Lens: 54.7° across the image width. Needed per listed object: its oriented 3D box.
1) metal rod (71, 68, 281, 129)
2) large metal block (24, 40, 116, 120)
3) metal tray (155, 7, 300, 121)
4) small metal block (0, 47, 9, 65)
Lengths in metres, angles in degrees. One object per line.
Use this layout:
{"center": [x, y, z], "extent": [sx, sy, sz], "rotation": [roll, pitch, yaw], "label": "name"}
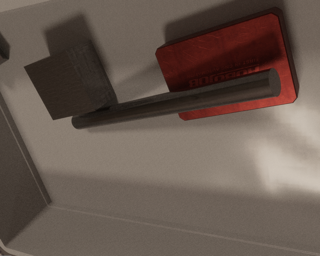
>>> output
{"center": [-0.012, -0.025, 0.364], "extent": [0.300, 0.025, 0.025], "rotation": [-7, 115, 42], "label": "metal rod"}
{"center": [-0.119, -0.062, 0.415], "extent": [0.080, 0.050, 0.080], "rotation": [-9, 114, 32], "label": "large metal block"}
{"center": [0.070, -0.062, 0.330], "extent": [0.130, 0.030, 0.090], "rotation": [-9, 114, 31], "label": "metal tray"}
{"center": [-0.267, -0.111, 0.461], "extent": [0.050, 0.025, 0.050], "rotation": [-33, 103, 0], "label": "small metal block"}
